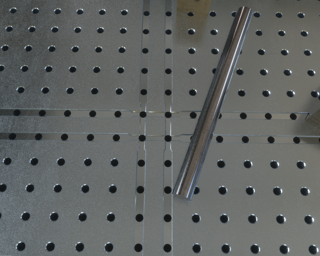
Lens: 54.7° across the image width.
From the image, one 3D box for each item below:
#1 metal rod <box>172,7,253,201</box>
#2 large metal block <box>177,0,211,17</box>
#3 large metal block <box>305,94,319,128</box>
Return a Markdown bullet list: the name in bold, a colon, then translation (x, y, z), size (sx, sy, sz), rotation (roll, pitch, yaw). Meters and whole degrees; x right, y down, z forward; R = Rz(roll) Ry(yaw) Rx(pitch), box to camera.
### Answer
- **metal rod**: translation (0.079, -0.047, 0.429), size (0.025, 0.025, 0.300), rotation (19, 71, 6)
- **large metal block**: translation (0.059, -0.231, 0.468), size (0.050, 0.080, 0.080), rotation (10, 70, 3)
- **large metal block**: translation (0.258, -0.028, 0.412), size (0.080, 0.050, 0.080), rotation (33, 73, 11)
